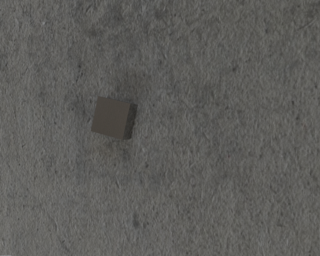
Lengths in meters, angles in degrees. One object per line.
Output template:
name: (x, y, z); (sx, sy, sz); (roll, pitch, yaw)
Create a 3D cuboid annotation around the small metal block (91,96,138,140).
small metal block: (-0.063, -0.014, 0.432); (0.050, 0.025, 0.050); (14, 95, 19)
